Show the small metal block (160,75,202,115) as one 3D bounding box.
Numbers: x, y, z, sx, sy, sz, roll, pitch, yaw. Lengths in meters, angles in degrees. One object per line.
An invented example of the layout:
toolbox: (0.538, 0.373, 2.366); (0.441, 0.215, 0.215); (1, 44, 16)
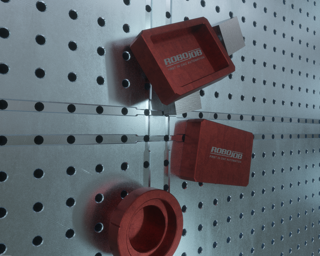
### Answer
small metal block: (0.029, -0.047, 0.433); (0.050, 0.025, 0.050); (-15, 100, -39)

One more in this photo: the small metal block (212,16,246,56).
small metal block: (0.107, -0.146, 0.498); (0.050, 0.025, 0.050); (-35, 112, -34)

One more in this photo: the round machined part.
round machined part: (-0.021, 0.121, 0.381); (0.099, 0.042, 0.097); (0, 90, -40)

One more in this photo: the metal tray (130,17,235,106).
metal tray: (0.035, -0.093, 0.411); (0.131, 0.030, 0.090); (-28, 87, -39)

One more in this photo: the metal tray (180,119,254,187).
metal tray: (0.093, 0.041, 0.484); (0.131, 0.030, 0.090); (13, 82, -39)
